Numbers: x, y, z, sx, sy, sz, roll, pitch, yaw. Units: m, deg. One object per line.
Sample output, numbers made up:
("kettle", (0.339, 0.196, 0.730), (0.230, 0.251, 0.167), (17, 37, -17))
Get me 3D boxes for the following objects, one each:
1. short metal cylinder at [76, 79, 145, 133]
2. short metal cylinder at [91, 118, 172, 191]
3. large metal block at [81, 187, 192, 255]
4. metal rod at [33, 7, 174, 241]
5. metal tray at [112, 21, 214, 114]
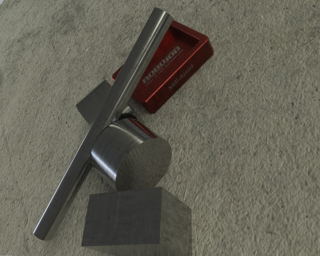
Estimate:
("short metal cylinder", (-0.065, -0.019, 0.415), (0.050, 0.080, 0.080), (-42, 51, 0))
("short metal cylinder", (-0.033, 0.035, 0.364), (0.050, 0.080, 0.080), (35, 81, 38))
("large metal block", (-0.019, 0.101, 0.317), (0.080, 0.080, 0.050), (-11, 57, 22))
("metal rod", (-0.069, 0.001, 0.363), (0.025, 0.025, 0.299), (35, 98, 38))
("metal tray", (0.003, -0.093, 0.456), (0.130, 0.030, 0.090), (-46, 51, -4))
